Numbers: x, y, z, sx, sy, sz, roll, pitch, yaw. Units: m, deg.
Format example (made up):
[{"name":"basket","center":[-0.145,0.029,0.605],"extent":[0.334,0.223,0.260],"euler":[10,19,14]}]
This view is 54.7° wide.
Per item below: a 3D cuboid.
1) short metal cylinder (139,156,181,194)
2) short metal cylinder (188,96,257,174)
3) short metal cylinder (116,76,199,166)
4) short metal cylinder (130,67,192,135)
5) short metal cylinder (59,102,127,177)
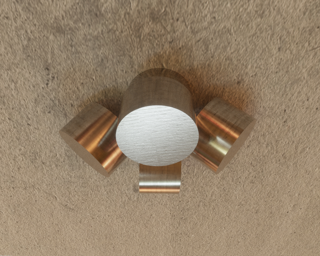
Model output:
[{"name":"short metal cylinder","center":[-0.001,0.047,0.411],"extent":[0.050,0.080,0.079],"euler":[1,130,-2]},{"name":"short metal cylinder","center":[0.071,0.009,0.374],"extent":[0.050,0.081,0.079],"euler":[37,131,20]},{"name":"short metal cylinder","center":[-0.003,-0.006,0.321],"extent":[0.081,0.050,0.079],"euler":[0,130,0]},{"name":"short metal cylinder","center":[0.000,-0.025,0.371],"extent":[0.081,0.050,0.079],"euler":[0,130,0]},{"name":"short metal cylinder","center":[-0.075,0.015,0.377],"extent":[0.080,0.050,0.080],"euler":[35,158,17]}]
